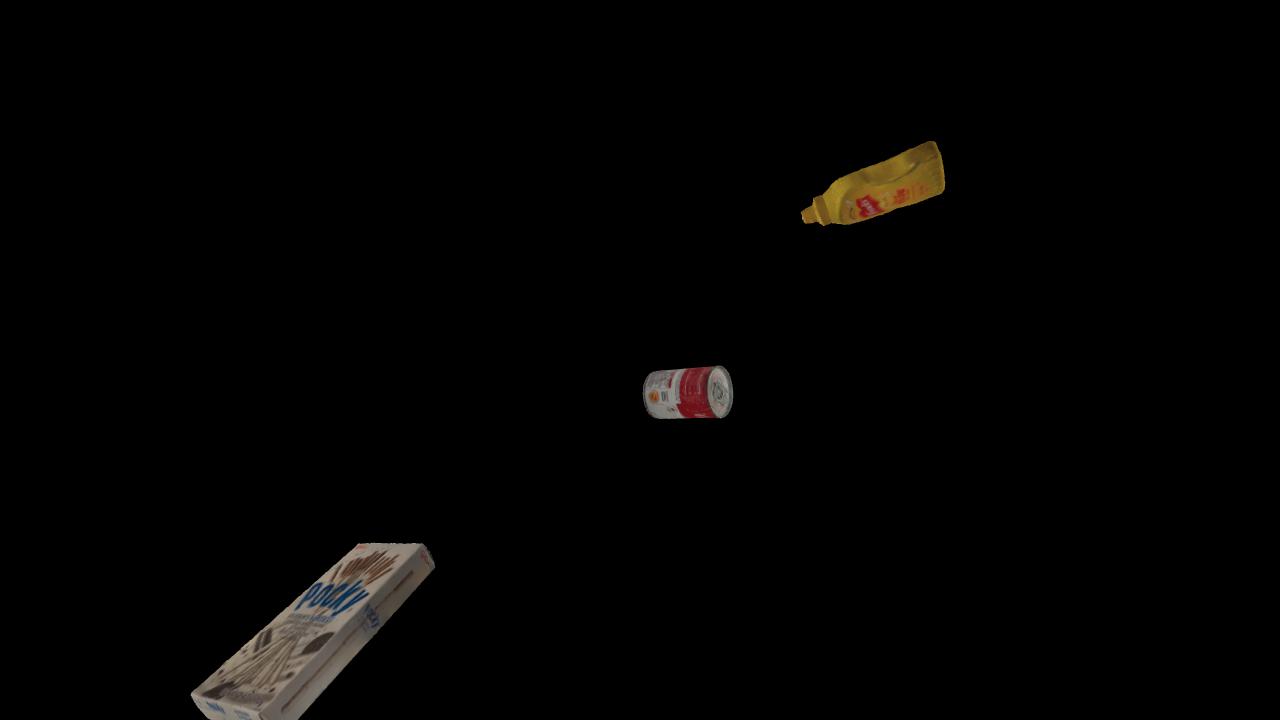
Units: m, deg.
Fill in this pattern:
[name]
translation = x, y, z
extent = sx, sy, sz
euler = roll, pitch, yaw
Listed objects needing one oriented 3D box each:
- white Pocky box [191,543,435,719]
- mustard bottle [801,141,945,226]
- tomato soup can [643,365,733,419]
[white Pocky box]
translation = -0.234, 0.197, 0.458
extent = 0.084, 0.028, 0.154
euler = -9, 22, 28
[mustard bottle]
translation = 0.311, -0.227, 0.837
extent = 0.184, 0.054, 0.092
euler = -17, -20, 21
[tomato soup can]
translation = 0.062, 0.044, 0.807
extent = 0.101, 0.068, 0.068
euler = -5, -3, 35
